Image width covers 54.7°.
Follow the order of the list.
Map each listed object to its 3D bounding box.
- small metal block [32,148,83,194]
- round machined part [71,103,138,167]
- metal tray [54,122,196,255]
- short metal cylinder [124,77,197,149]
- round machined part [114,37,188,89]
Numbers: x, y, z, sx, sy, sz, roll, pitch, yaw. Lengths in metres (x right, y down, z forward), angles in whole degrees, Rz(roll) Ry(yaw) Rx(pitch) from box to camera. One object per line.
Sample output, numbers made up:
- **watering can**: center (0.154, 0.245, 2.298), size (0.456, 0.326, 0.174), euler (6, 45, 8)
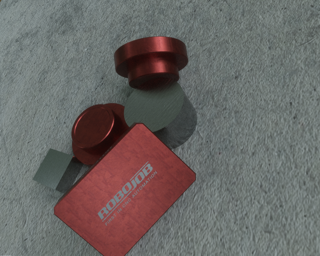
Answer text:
- **small metal block**: center (-0.144, 0.061, 0.440), size (0.050, 0.025, 0.050), euler (12, 68, 33)
- **round machined part**: center (-0.083, 0.006, 0.431), size (0.098, 0.042, 0.098), euler (-13, 56, 20)
- **metal tray**: center (-0.037, 0.068, 0.340), size (0.130, 0.090, 0.030), euler (-46, 8, -5)
- **short metal cylinder**: center (0.002, -0.018, 0.397), size (0.080, 0.050, 0.080), euler (-13, 56, 20)
- **round machined part**: center (-0.010, -0.081, 0.417), size (0.098, 0.098, 0.042), euler (-12, 80, 21)
